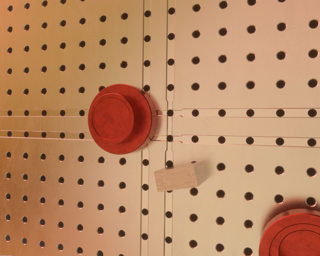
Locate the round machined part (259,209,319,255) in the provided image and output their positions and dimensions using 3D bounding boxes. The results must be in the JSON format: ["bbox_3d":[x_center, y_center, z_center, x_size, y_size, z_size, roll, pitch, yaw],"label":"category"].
[{"bbox_3d":[0.163,0.139,0.346,0.098,0.042,0.097,0,90,20],"label":"round machined part"}]

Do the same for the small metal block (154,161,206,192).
[{"bbox_3d":[0.027,0.060,0.390,0.050,0.050,0.025,-12,86,19],"label":"small metal block"}]

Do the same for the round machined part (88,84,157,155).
[{"bbox_3d":[-0.057,-0.012,0.424,0.098,0.042,0.097,0,90,20],"label":"round machined part"}]
